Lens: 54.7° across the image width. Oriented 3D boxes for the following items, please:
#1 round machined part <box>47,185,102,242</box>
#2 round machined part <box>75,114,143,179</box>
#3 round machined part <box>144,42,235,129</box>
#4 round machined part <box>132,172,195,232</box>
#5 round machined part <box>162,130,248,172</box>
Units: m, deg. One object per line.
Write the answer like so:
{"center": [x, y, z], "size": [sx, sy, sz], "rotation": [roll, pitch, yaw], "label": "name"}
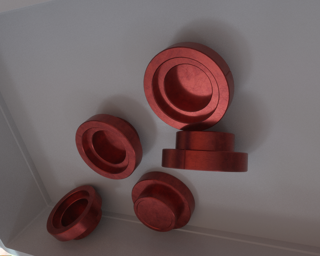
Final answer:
{"center": [-0.139, 0.149, 0.527], "size": [0.098, 0.098, 0.042], "rotation": [-13, 125, 33], "label": "round machined part"}
{"center": [-0.068, 0.022, 0.446], "size": [0.098, 0.042, 0.097], "rotation": [13, 124, 20], "label": "round machined part"}
{"center": [0.035, -0.048, 0.348], "size": [0.098, 0.042, 0.097], "rotation": [13, 123, 21], "label": "round machined part"}
{"center": [0.000, 0.118, 0.469], "size": [0.098, 0.042, 0.097], "rotation": [13, 124, 20], "label": "round machined part"}
{"center": [0.052, 0.026, 0.362], "size": [0.098, 0.098, 0.042], "rotation": [1, 85, 27], "label": "round machined part"}
